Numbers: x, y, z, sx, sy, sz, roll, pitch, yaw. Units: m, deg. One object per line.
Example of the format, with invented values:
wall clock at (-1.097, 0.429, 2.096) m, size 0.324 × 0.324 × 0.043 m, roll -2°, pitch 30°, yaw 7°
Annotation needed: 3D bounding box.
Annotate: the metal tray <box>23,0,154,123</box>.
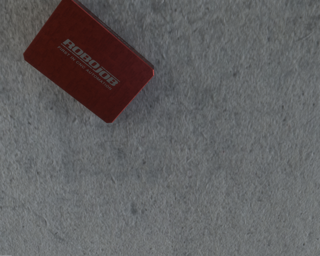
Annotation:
metal tray at (-0.083, -0.079, 0.377) m, size 0.130 × 0.030 × 0.090 m, roll 39°, pitch 105°, yaw -14°
